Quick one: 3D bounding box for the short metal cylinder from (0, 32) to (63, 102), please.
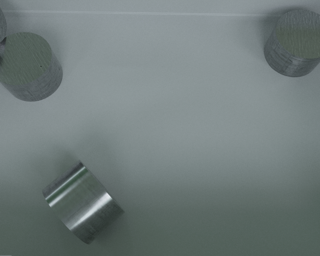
[{"bbox_3d":[-0.181,-0.083,0.424,0.081,0.050,0.080,0,70,-1],"label":"short metal cylinder"}]

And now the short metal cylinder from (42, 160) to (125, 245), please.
[{"bbox_3d":[-0.085,0.082,0.349,0.050,0.080,0.080,-41,75,-13],"label":"short metal cylinder"}]

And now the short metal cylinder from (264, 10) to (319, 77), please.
[{"bbox_3d":[0.197,-0.120,0.443,0.081,0.050,0.080,0,70,0],"label":"short metal cylinder"}]

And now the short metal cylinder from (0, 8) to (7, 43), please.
[{"bbox_3d":[-0.247,-0.135,0.391,0.050,0.080,0.080,-14,68,26],"label":"short metal cylinder"}]
